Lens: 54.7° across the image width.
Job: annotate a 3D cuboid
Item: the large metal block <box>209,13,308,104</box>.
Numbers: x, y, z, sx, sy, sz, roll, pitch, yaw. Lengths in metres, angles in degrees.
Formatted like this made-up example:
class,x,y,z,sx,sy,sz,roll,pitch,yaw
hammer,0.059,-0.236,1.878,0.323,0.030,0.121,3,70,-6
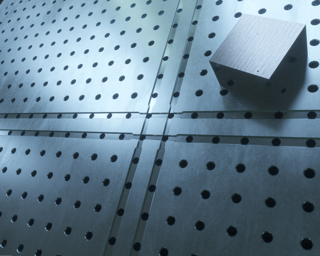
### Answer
class,x,y,z,sx,sy,sz,roll,pitch,yaw
large metal block,0.122,-0.087,0.381,0.080,0.050,0.080,28,77,37
